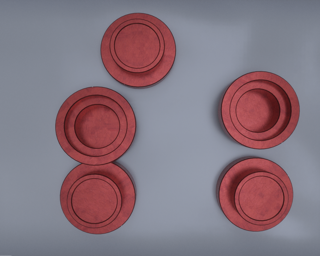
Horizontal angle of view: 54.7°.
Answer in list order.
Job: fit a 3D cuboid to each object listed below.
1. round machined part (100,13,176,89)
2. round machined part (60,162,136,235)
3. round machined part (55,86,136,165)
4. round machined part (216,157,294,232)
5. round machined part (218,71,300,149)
[{"bbox_3d":[-0.028,-0.102,0.403,0.099,0.042,0.097,0,90,-1],"label":"round machined part"},{"bbox_3d":[-0.081,0.090,0.402,0.099,0.042,0.097,0,90,-1],"label":"round machined part"},{"bbox_3d":[-0.079,-0.001,0.399,0.099,0.042,0.097,0,85,-2],"label":"round machined part"},{"bbox_3d":[0.126,0.087,0.405,0.099,0.042,0.097,0,90,-1],"label":"round machined part"},{"bbox_3d":[0.125,-0.022,0.405,0.099,0.042,0.097,0,90,-1],"label":"round machined part"}]
